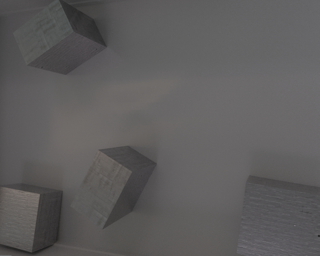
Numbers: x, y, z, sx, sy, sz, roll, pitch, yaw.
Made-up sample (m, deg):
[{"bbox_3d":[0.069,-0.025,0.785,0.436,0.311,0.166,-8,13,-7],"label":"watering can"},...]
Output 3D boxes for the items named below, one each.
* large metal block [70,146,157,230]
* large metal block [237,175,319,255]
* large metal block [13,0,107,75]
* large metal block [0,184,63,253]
[{"bbox_3d":[-0.057,0.072,0.401,0.050,0.080,0.080,30,100,17],"label":"large metal block"},{"bbox_3d":[0.135,0.103,0.349,0.080,0.050,0.079,8,93,19],"label":"large metal block"},{"bbox_3d":[-0.135,-0.121,0.429,0.080,0.080,0.050,-29,81,18],"label":"large metal block"},{"bbox_3d":[-0.200,0.130,0.464,0.080,0.050,0.080,5,86,20],"label":"large metal block"}]
